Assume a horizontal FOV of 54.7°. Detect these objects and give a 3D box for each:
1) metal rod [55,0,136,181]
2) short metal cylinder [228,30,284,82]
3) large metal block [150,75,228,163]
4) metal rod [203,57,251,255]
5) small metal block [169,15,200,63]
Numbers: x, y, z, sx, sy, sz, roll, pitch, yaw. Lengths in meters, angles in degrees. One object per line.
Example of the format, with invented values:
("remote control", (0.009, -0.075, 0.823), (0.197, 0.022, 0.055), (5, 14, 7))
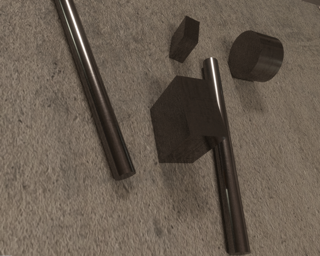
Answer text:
("metal rod", (-0.093, -0.076, 0.400), (0.025, 0.025, 0.299), (-9, 67, -33))
("short metal cylinder", (0.164, -0.122, 0.534), (0.050, 0.080, 0.080), (6, 59, -26))
("large metal block", (0.032, -0.008, 0.392), (0.050, 0.080, 0.080), (4, 60, -27))
("metal rod", (0.089, 0.020, 0.441), (0.025, 0.025, 0.299), (12, 57, -22))
("small metal block", (0.039, -0.142, 0.497), (0.025, 0.050, 0.050), (20, 54, -17))
